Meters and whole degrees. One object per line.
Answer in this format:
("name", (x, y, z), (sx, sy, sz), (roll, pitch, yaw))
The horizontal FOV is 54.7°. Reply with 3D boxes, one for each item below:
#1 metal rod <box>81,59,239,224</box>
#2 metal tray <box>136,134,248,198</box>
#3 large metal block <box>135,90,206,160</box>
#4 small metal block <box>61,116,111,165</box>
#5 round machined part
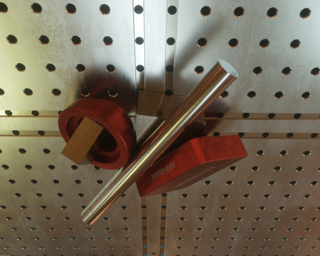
("metal rod", (-0.019, 0.036, 0.376), (0.025, 0.025, 0.298), (28, 125, -22))
("metal tray", (0.038, 0.052, 0.409), (0.091, 0.030, 0.129), (-2, 154, -41))
("large metal block", (0.007, 0.003, 0.398), (0.081, 0.050, 0.079), (7, 130, -6))
("small metal block", (-0.085, 0.016, 0.371), (0.025, 0.050, 0.050), (33, 88, 6))
("round machined part", (-0.072, 0.003, 0.384), (0.098, 0.042, 0.097), (17, 136, 18))
